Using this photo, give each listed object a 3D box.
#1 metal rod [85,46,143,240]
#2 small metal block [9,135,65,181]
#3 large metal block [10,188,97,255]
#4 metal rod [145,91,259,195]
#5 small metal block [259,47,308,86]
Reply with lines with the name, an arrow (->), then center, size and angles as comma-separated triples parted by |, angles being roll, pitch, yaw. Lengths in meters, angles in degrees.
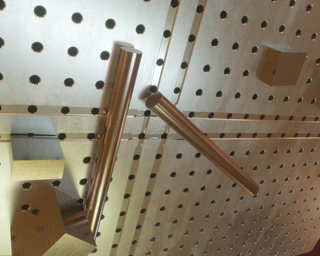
metal rod -> -0.071, 0.045, 0.399 | 0.025, 0.025, 0.298 | 3, 117, -30
small metal block -> -0.136, 0.032, 0.340 | 0.050, 0.050, 0.025 | 2, 118, -30
large metal block -> -0.135, 0.137, 0.387 | 0.080, 0.080, 0.050 | -44, 129, 2
metal rod -> 0.082, 0.039, 0.479 | 0.025, 0.025, 0.301 | -47, 129, 5
small metal block -> 0.180, -0.090, 0.454 | 0.050, 0.025, 0.050 | -6, 121, -26
